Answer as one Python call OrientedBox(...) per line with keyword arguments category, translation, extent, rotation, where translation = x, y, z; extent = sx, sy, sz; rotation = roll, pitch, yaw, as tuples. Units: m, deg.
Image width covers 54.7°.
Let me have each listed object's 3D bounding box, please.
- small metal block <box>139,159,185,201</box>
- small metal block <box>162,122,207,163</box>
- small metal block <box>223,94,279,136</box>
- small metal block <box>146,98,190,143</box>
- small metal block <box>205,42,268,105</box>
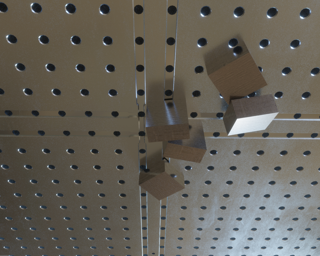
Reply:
OrientedBox(category="small metal block", translation=(0.003, 0.081, 0.481), extent=(0.050, 0.025, 0.050), rotation=(-31, 124, 23))
OrientedBox(category="small metal block", translation=(0.031, 0.016, 0.409), extent=(0.050, 0.050, 0.025), rotation=(11, 129, -10))
OrientedBox(category="small metal block", translation=(0.110, -0.015, 0.383), extent=(0.050, 0.025, 0.050), rotation=(-9, 156, -5))
OrientedBox(category="small metal block", translation=(0.010, -0.010, 0.387), extent=(0.050, 0.050, 0.025), rotation=(-5, 130, 4))
OrientedBox(category="small metal block", translation=(0.088, -0.062, 0.360), extent=(0.050, 0.025, 0.050), rotation=(-28, 125, 21))
